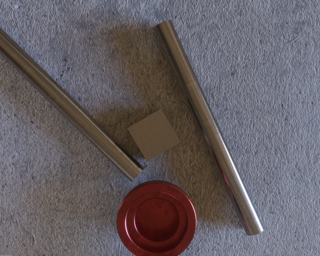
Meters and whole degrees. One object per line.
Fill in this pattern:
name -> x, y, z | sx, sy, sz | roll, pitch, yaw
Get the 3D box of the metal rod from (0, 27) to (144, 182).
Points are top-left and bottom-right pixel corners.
metal rod -> -0.137, -0.043, 0.408 | 0.300, 0.025, 0.025 | 44, 90, 0

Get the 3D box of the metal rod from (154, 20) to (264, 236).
metal rod -> 0.065, 0.000, 0.410 | 0.025, 0.025, 0.299 | -24, 90, 0

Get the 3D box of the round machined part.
round machined part -> -0.004, 0.116, 0.402 | 0.099, 0.042, 0.097 | 0, 90, 0

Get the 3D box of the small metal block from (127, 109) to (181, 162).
small metal block -> -0.008, 0.009, 0.410 | 0.050, 0.025, 0.050 | -30, 90, 0
